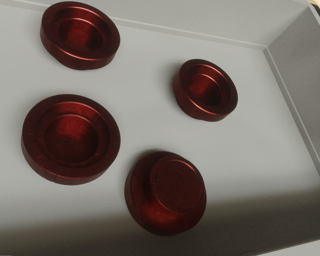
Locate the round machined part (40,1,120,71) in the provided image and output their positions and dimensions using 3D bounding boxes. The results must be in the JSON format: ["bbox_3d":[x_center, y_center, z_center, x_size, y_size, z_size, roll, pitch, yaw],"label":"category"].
[{"bbox_3d":[-0.106,-0.115,0.408,0.099,0.042,0.098,14,56,-21],"label":"round machined part"}]

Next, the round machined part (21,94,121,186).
[{"bbox_3d":[-0.096,0.015,0.333,0.099,0.042,0.098,14,56,-21],"label":"round machined part"}]

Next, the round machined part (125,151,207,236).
[{"bbox_3d":[0.013,0.071,0.358,0.099,0.042,0.098,14,56,-21],"label":"round machined part"}]

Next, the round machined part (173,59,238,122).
[{"bbox_3d":[0.063,-0.051,0.459,0.099,0.042,0.098,14,56,-21],"label":"round machined part"}]
